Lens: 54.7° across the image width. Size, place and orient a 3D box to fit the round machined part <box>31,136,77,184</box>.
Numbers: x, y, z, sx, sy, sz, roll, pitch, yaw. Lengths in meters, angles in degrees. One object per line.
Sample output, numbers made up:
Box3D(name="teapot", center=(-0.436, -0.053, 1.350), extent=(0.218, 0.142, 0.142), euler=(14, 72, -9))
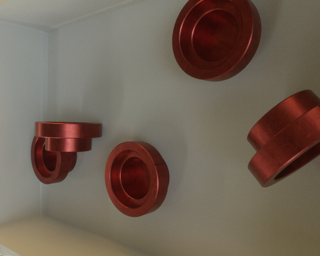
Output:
Box3D(name="round machined part", center=(-0.184, 0.047, 0.548), extent=(0.098, 0.042, 0.097), euler=(1, 91, 40))

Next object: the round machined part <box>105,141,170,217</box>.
Box3D(name="round machined part", center=(-0.026, 0.066, 0.418), extent=(0.098, 0.042, 0.097), euler=(0, 90, 40))

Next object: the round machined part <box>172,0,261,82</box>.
Box3D(name="round machined part", center=(0.065, -0.100, 0.342), extent=(0.098, 0.042, 0.097), euler=(0, 90, 40))

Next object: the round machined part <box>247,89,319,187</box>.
Box3D(name="round machined part", center=(0.115, 0.005, 0.264), extent=(0.098, 0.099, 0.042), euler=(-49, 61, 29))

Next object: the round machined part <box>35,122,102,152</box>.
Box3D(name="round machined part", center=(-0.139, 0.013, 0.475), extent=(0.098, 0.099, 0.042), euler=(3, 92, 40))
